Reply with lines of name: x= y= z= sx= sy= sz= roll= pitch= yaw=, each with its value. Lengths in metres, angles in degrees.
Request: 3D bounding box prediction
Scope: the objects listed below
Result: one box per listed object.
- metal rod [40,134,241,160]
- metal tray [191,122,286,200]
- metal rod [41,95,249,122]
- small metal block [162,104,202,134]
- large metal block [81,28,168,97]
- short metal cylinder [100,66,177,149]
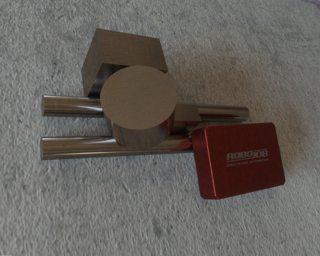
metal rod: x=0.008 y=0.021 z=0.399 sx=0.303 sy=0.025 sz=0.025 roll=0 pitch=62 yaw=-29
metal tray: x=0.109 y=0.041 z=0.419 sx=0.131 sy=0.030 sz=0.090 roll=-3 pitch=81 yaw=-31
metal rod: x=0.001 y=-0.024 z=0.422 sx=0.303 sy=0.025 sz=0.025 roll=1 pitch=62 yaw=-28
small metal block: x=0.017 y=-0.008 z=0.404 sx=0.050 sy=0.050 sz=0.025 roll=1 pitch=62 yaw=-28
large metal block: x=-0.048 y=-0.072 z=0.390 sx=0.081 sy=0.080 sz=0.050 roll=1 pitch=62 yaw=-28
short metal cylinder: x=-0.023 y=-0.023 z=0.346 sx=0.081 sy=0.050 sz=0.080 roll=1 pitch=63 yaw=-1
